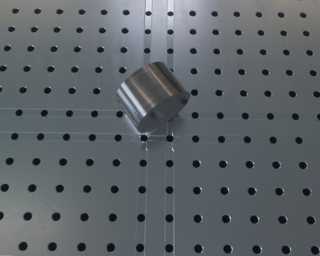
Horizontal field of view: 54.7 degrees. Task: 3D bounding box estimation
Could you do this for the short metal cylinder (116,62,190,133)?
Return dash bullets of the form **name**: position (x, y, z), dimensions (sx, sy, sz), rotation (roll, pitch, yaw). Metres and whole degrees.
- **short metal cylinder**: position (-0.009, -0.038, 0.396), dimensions (0.080, 0.080, 0.050), rotation (-33, 74, -11)
